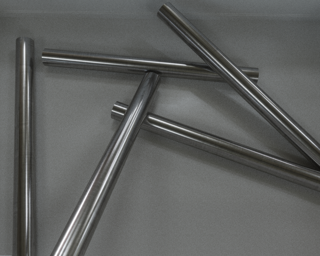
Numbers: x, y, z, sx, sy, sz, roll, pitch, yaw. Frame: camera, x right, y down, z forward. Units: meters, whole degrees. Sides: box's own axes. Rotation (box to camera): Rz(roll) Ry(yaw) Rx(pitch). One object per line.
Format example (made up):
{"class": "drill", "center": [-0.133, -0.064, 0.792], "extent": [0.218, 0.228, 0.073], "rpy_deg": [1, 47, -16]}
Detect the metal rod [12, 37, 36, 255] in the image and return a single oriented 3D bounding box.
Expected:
{"class": "metal rod", "center": [-0.176, 0.013, 0.403], "extent": [0.025, 0.025, 0.299], "rpy_deg": [-8, 70, -3]}

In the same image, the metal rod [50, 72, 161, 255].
{"class": "metal rod", "center": [-0.049, 0.034, 0.329], "extent": [0.025, 0.025, 0.301], "rpy_deg": [15, 46, 5]}

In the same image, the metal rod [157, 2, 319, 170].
{"class": "metal rod", "center": [0.110, -0.056, 0.408], "extent": [0.025, 0.025, 0.300], "rpy_deg": [-43, 84, -14]}

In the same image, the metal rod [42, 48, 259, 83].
{"class": "metal rod", "center": [-0.014, -0.087, 0.441], "extent": [0.302, 0.025, 0.025], "rpy_deg": [6, 70, 2]}

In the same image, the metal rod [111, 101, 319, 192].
{"class": "metal rod", "center": [0.080, 0.025, 0.400], "extent": [0.301, 0.025, 0.025], "rpy_deg": [19, 71, 7]}
